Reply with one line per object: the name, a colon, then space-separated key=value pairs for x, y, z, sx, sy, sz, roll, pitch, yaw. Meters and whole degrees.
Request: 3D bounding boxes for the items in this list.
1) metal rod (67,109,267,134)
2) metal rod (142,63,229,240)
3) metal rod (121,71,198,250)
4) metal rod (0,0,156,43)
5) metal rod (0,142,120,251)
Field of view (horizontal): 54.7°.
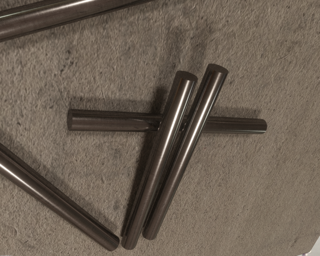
metal rod: x=0.030 y=-0.006 z=0.421 sx=0.303 sy=0.025 sz=0.025 roll=1 pitch=118 yaw=-30
metal rod: x=0.024 y=0.052 z=0.429 sx=0.025 sy=0.025 sz=0.298 roll=0 pitch=126 yaw=-29
metal rod: x=-0.010 y=0.063 z=0.419 sx=0.025 sy=0.025 sz=0.298 roll=-1 pitch=126 yaw=-29
metal rod: x=-0.062 y=-0.121 z=0.298 sx=0.302 sy=0.025 sz=0.025 roll=-22 pitch=127 yaw=-16
metal rod: x=-0.138 y=0.083 z=0.383 sx=0.025 sy=0.025 sz=0.299 roll=-37 pitch=130 yaw=-4
